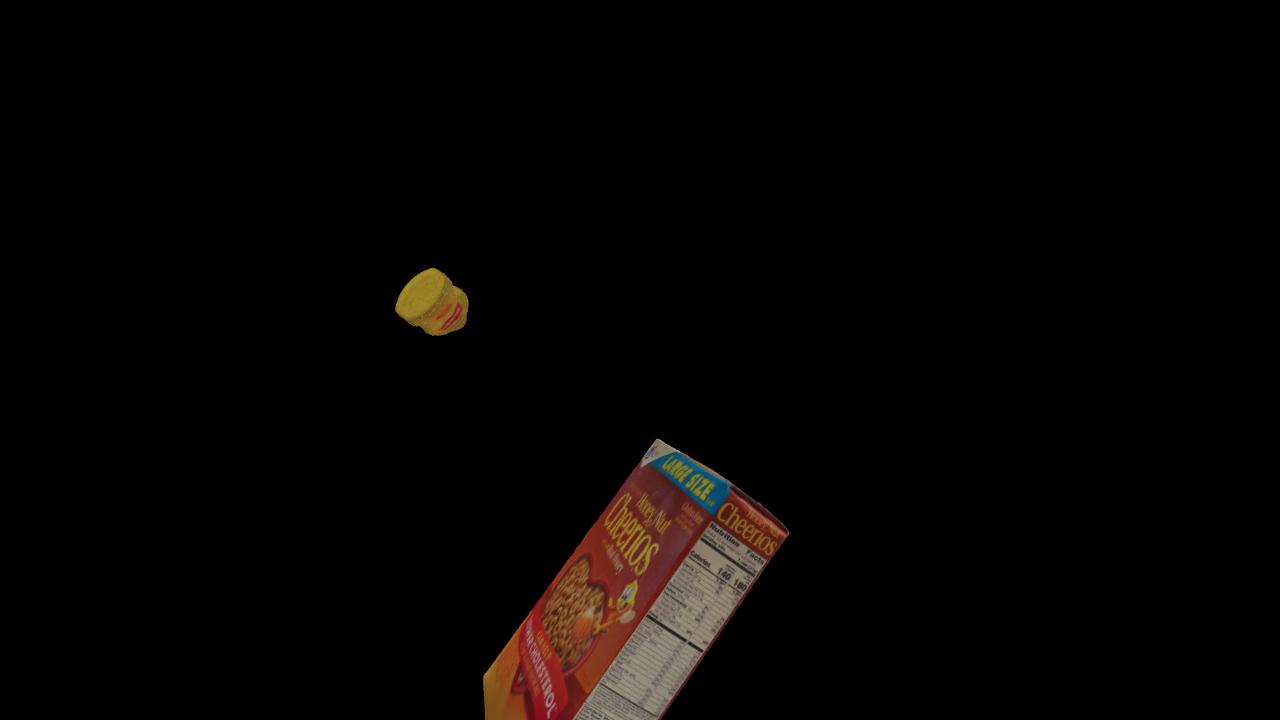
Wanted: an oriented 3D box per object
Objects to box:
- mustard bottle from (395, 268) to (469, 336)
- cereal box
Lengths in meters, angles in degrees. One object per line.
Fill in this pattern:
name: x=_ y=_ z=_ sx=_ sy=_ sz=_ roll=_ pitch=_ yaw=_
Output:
mustard bottle: x=-0.321 y=-0.083 z=0.994 sx=0.054 sy=0.092 sz=0.184 roll=33 pitch=-7 yaw=7
cereal box: x=-0.020 y=0.227 z=0.557 sx=0.081 sy=0.306 sz=0.203 roll=37 pitch=-5 yaw=-15
